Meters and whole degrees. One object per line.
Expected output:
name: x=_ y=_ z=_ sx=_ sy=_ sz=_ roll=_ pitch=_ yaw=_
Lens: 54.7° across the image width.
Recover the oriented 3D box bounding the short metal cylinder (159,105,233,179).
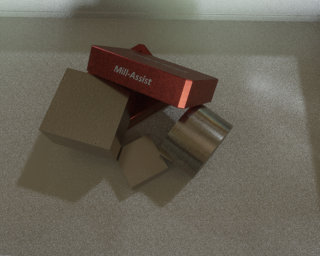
short metal cylinder: x=0.044 y=0.015 z=0.375 sx=0.050 sy=0.080 sz=0.080 roll=38 pitch=74 yaw=12

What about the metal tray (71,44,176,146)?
metal tray: x=-0.054 y=-0.047 z=0.421 sx=0.131 sy=0.030 sz=0.090 roll=-32 pitch=74 yaw=-12

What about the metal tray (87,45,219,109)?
metal tray: x=-0.008 y=-0.063 z=0.365 sx=0.130 sy=0.091 sz=0.030 roll=24 pitch=110 yaw=23

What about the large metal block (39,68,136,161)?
large metal block: x=-0.080 y=-0.015 z=0.365 sx=0.080 sy=0.050 sz=0.080 roll=16 pitch=71 yaw=5

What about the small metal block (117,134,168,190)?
small metal block: x=-0.024 y=0.043 z=0.392 sx=0.050 sy=0.025 sz=0.050 roll=-27 pitch=73 yaw=-10
